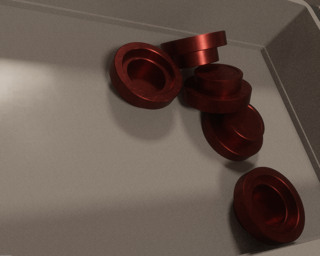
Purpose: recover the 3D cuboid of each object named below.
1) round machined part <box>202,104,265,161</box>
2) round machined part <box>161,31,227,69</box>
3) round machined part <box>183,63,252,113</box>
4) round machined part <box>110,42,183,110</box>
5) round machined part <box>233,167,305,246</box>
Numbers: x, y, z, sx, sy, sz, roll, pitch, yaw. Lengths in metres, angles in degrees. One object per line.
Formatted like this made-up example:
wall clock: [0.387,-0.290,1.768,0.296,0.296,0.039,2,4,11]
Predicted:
round machined part: [0.115,-0.003,0.461,0.099,0.042,0.098,14,56,-21]
round machined part: [0.053,-0.117,0.472,0.099,0.098,0.042,-22,107,-36]
round machined part: [0.083,-0.062,0.448,0.099,0.042,0.098,0,31,0]
round machined part: [-0.022,-0.066,0.425,0.099,0.042,0.098,14,56,-21]
round machined part: [0.137,0.104,0.407,0.099,0.042,0.098,14,56,-21]
